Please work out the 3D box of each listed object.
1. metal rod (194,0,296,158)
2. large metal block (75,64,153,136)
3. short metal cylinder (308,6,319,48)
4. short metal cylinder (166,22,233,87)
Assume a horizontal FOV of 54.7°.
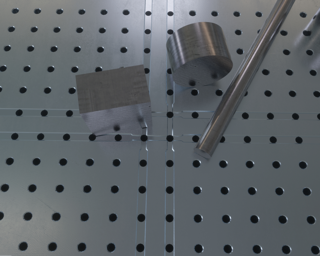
[{"bbox_3d":[0.130,-0.089,0.444,0.025,0.025,0.300,29,72,10],"label":"metal rod"},{"bbox_3d":[-0.055,-0.032,0.394,0.081,0.080,0.050,-10,71,-4],"label":"large metal block"},{"bbox_3d":[0.270,-0.156,0.457,0.081,0.050,0.080,0,70,0],"label":"short metal cylinder"},{"bbox_3d":[0.052,-0.096,0.418,0.081,0.080,0.050,-9,71,-3],"label":"short metal cylinder"}]
